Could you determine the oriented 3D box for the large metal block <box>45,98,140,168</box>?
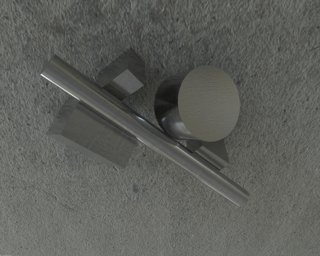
[{"bbox_3d":[-0.081,0.005,0.372,0.080,0.050,0.080,33,163,-26],"label":"large metal block"}]

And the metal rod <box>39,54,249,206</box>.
[{"bbox_3d":[0.003,0.018,0.359,0.301,0.025,0.025,36,121,-27],"label":"metal rod"}]

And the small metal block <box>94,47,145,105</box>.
[{"bbox_3d":[-0.044,-0.056,0.345,0.050,0.050,0.025,-31,124,23],"label":"small metal block"}]

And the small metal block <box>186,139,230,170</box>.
[{"bbox_3d":[0.062,0.025,0.411,0.050,0.050,0.025,33,122,-25],"label":"small metal block"}]

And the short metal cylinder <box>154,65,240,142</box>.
[{"bbox_3d":[0.041,-0.025,0.344,0.080,0.080,0.050,32,164,-24],"label":"short metal cylinder"}]
